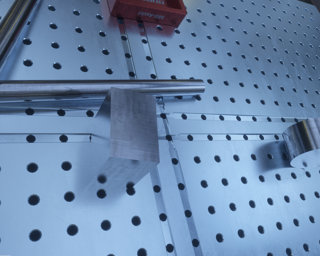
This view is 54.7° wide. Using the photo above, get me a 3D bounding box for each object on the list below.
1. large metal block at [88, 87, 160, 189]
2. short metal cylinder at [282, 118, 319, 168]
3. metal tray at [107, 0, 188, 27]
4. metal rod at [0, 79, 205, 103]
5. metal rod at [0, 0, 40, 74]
[{"bbox_3d":[-0.042,0.014,0.343,0.050,0.080,0.080,10,58,-23],"label":"large metal block"},{"bbox_3d":[0.242,0.026,0.491,0.081,0.080,0.050,10,58,-24],"label":"short metal cylinder"},{"bbox_3d":[-0.025,-0.226,0.530,0.131,0.030,0.090,-2,63,-29],"label":"metal tray"},{"bbox_3d":[-0.066,-0.051,0.404,0.303,0.025,0.025,-6,65,-31],"label":"metal rod"},{"bbox_3d":[-0.177,-0.096,0.347,0.025,0.025,0.300,18,47,-18],"label":"metal rod"}]
